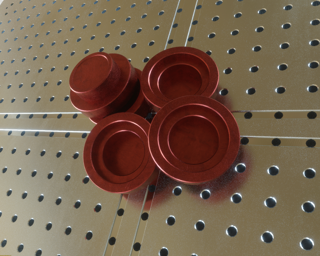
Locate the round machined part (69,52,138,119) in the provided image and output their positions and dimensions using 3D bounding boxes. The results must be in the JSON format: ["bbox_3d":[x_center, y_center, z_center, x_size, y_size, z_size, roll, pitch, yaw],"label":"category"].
[{"bbox_3d":[-0.084,-0.065,0.425,0.098,0.042,0.098,-13,56,20],"label":"round machined part"}]

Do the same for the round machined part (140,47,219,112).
[{"bbox_3d":[0.027,-0.055,0.404,0.099,0.042,0.098,-4,63,8],"label":"round machined part"}]

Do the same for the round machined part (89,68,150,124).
[{"bbox_3d":[-0.052,-0.036,0.445,0.098,0.042,0.098,-13,56,20],"label":"round machined part"}]

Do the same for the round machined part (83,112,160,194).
[{"bbox_3d":[-0.042,0.033,0.386,0.098,0.042,0.098,-4,75,16],"label":"round machined part"}]

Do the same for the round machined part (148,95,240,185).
[{"bbox_3d":[0.038,0.015,0.352,0.099,0.042,0.098,-2,74,6],"label":"round machined part"}]
